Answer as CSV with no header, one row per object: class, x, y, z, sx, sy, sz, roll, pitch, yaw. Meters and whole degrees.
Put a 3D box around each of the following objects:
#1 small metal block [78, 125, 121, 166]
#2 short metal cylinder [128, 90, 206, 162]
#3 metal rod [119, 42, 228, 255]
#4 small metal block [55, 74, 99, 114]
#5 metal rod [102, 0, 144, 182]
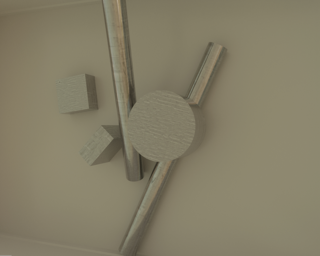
small metal block,-0.075,0.023,0.422,0.025,0.050,0.050,45,104,14
short metal cylinder,0.009,-0.002,0.366,0.080,0.050,0.079,0,89,21
metal rod,0.014,0.034,0.404,0.025,0.025,0.298,26,98,18
small metal block,-0.121,-0.048,0.452,0.050,0.025,0.050,-8,87,19
metal rod,-0.044,-0.067,0.358,0.025,0.025,0.298,6,118,19
